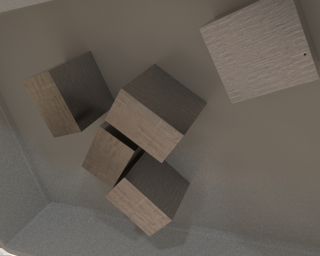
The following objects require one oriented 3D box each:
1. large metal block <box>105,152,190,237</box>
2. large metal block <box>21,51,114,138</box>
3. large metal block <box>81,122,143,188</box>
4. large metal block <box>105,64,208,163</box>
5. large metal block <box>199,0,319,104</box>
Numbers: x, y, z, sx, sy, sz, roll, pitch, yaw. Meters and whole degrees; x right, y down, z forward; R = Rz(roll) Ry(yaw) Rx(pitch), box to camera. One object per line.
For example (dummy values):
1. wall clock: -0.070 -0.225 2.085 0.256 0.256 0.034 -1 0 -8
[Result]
1. large metal block: -0.014 0.085 0.429 0.080 0.080 0.050 43 124 -2
2. large metal block: -0.114 -0.045 0.404 0.050 0.080 0.080 -11 113 32
3. large metal block: -0.049 0.019 0.409 0.050 0.080 0.079 36 129 4
4. large metal block: -0.002 -0.020 0.361 0.080 0.080 0.050 37 129 3
5. large metal block: 0.096 -0.078 0.293 0.080 0.050 0.080 -16 111 34
